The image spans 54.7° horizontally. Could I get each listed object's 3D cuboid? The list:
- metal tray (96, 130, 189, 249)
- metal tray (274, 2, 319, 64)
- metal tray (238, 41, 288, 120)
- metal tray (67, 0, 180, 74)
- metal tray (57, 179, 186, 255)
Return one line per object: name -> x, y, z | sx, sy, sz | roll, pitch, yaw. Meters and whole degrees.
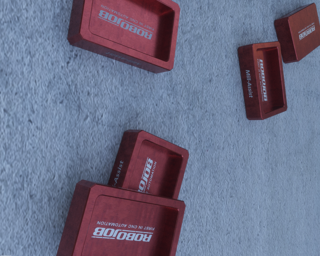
metal tray -> -0.019, 0.076, 0.385 | 0.090, 0.030, 0.130 | 26, 74, -37
metal tray -> 0.291, -0.199, 0.644 | 0.131, 0.030, 0.090 | -34, 111, -35
metal tray -> 0.186, -0.086, 0.556 | 0.091, 0.030, 0.129 | -17, 101, -39
metal tray -> -0.037, -0.126, 0.369 | 0.131, 0.030, 0.090 | 11, 83, -39
metal tray -> -0.035, 0.112, 0.331 | 0.131, 0.030, 0.090 | 21, 77, -38
